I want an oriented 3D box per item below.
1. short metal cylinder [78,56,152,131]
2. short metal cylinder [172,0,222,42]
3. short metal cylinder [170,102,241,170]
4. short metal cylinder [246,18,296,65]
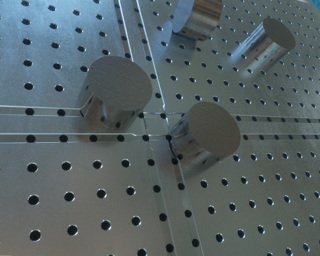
[{"bbox_3d":[-0.057,-0.043,0.389,0.081,0.050,0.080,14,56,-21],"label":"short metal cylinder"},{"bbox_3d":[0.061,-0.193,0.526,0.050,0.080,0.080,14,56,-21],"label":"short metal cylinder"},{"bbox_3d":[0.061,0.011,0.420,0.081,0.050,0.080,14,56,-21],"label":"short metal cylinder"},{"bbox_3d":[0.221,-0.173,0.620,0.081,0.050,0.080,14,56,-21],"label":"short metal cylinder"}]
